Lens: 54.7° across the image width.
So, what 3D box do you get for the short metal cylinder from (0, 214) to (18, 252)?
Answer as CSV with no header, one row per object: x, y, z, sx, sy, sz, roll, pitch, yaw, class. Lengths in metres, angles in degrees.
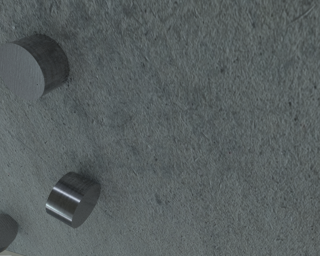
-0.385,0.250,0.729,0.080,0.080,0.050,44,129,-3,short metal cylinder

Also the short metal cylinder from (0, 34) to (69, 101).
-0.175,-0.085,0.431,0.080,0.050,0.079,13,124,21,short metal cylinder

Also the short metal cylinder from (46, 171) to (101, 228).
-0.144,0.120,0.522,0.050,0.080,0.079,24,127,13,short metal cylinder
